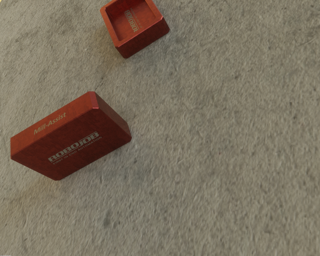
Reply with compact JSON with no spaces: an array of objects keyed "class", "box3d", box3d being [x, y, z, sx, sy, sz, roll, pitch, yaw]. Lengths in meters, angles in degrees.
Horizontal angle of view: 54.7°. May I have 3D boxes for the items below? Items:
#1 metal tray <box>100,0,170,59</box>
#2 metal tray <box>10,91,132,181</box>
[{"class":"metal tray","box3d":[-0.047,-0.189,0.539,0.090,0.030,0.130,-30,52,8]},{"class":"metal tray","box3d":[-0.115,0.015,0.411,0.130,0.090,0.030,-29,52,9]}]
